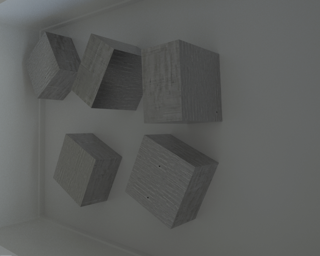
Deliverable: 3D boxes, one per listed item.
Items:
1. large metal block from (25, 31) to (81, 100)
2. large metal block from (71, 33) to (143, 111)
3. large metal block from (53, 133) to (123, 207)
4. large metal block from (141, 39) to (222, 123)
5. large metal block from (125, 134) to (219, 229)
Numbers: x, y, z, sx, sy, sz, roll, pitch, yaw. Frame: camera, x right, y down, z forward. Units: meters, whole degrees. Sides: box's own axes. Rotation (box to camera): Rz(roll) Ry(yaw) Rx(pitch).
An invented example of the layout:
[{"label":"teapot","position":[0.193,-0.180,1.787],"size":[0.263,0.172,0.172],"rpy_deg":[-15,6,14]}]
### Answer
[{"label":"large metal block","position":[-0.184,-0.105,0.539],"size":[0.080,0.050,0.080],"rpy_deg":[-39,67,33]},{"label":"large metal block","position":[-0.061,-0.072,0.419],"size":[0.050,0.081,0.079],"rpy_deg":[39,114,33]},{"label":"large metal block","position":[-0.114,0.062,0.482],"size":[0.080,0.050,0.079],"rpy_deg":[33,110,35]},{"label":"large metal block","position":[0.026,-0.046,0.348],"size":[0.050,0.081,0.080],"rpy_deg":[-4,88,40]},{"label":"large metal block","position":[0.012,0.061,0.379],"size":[0.080,0.050,0.079],"rpy_deg":[31,109,35]}]
